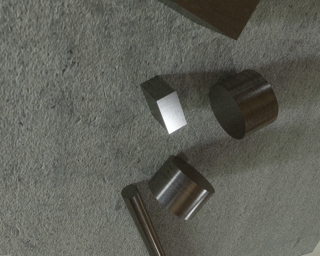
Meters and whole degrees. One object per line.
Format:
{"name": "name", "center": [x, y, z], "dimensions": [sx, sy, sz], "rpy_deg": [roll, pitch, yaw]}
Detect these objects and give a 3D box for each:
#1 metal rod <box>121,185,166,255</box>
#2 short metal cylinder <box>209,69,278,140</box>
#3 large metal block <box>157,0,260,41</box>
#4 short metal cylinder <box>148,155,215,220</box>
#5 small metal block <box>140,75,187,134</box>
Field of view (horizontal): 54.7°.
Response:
{"name": "metal rod", "center": [-0.009, 0.205, 0.528], "dimensions": [0.025, 0.025, 0.298], "rpy_deg": [-26, 128, -12]}
{"name": "short metal cylinder", "center": [0.109, -0.031, 0.411], "dimensions": [0.050, 0.080, 0.080], "rpy_deg": [-27, 128, -12]}
{"name": "large metal block", "center": [0.039, -0.136, 0.308], "dimensions": [0.081, 0.080, 0.050], "rpy_deg": [17, 110, -35]}
{"name": "short metal cylinder", "center": [0.030, 0.083, 0.439], "dimensions": [0.080, 0.080, 0.050], "rpy_deg": [31, 101, -38]}
{"name": "small metal block", "center": [0.004, -0.029, 0.375], "dimensions": [0.025, 0.050, 0.050], "rpy_deg": [-30, 129, -10]}
